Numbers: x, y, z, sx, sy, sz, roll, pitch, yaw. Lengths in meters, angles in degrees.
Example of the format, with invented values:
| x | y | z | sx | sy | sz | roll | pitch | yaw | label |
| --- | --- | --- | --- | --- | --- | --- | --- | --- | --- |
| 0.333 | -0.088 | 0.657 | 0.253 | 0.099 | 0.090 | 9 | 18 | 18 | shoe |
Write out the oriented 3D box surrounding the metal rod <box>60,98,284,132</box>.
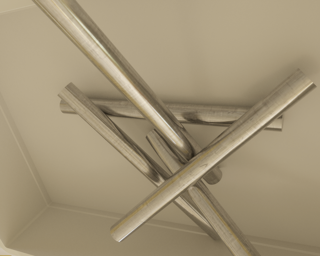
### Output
| x | y | z | sx | sy | sz | roll | pitch | yaw | label |
| --- | --- | --- | --- | --- | --- | --- | --- | --- | --- |
| -0.004 | -0.021 | 0.396 | 0.301 | 0.025 | 0.025 | 5 | 121 | 25 | metal rod |

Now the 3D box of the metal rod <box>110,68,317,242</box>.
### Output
| x | y | z | sx | sy | sz | roll | pitch | yaw | label |
| --- | --- | --- | --- | --- | --- | --- | --- | --- | --- |
| 0.042 | 0.046 | 0.355 | 0.025 | 0.025 | 0.299 | 45 | 114 | -3 | metal rod |

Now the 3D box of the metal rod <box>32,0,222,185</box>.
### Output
| x | y | z | sx | sy | sz | roll | pitch | yaw | label |
| --- | --- | --- | --- | --- | --- | --- | --- | --- | --- |
| -0.009 | -0.021 | 0.319 | 0.025 | 0.025 | 0.300 | -12 | 138 | 33 | metal rod |

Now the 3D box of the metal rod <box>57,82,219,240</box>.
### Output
| x | y | z | sx | sy | sz | roll | pitch | yaw | label |
| --- | --- | --- | --- | --- | --- | --- | --- | --- | --- |
| -0.018 | 0.053 | 0.428 | 0.300 | 0.025 | 0.025 | 45 | 129 | -12 | metal rod |

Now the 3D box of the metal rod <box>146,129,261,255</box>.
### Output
| x | y | z | sx | sy | sz | roll | pitch | yaw | label |
| --- | --- | --- | --- | --- | --- | --- | --- | --- | --- |
| 0.076 | 0.117 | 0.362 | 0.300 | 0.025 | 0.025 | 52 | 133 | 23 | metal rod |
